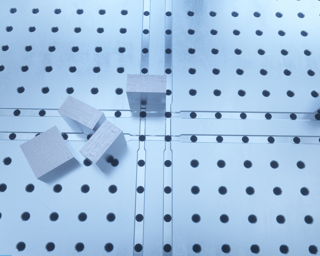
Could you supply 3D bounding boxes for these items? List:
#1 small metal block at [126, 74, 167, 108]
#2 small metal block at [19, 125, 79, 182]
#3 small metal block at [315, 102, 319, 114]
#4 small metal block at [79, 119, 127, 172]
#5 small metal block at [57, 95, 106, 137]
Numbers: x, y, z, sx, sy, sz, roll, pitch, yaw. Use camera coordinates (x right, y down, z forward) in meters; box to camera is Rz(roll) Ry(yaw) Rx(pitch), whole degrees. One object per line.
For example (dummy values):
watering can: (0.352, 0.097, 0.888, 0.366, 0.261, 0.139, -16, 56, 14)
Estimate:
small metal block: (-0.017, -0.048, 0.416, 0.050, 0.050, 0.025, 1, 70, 0)
small metal block: (-0.142, 0.033, 0.398, 0.050, 0.025, 0.050, -31, 73, -11)
small metal block: (0.243, -0.045, 0.418, 0.025, 0.050, 0.050, 33, 73, 11)
small metal block: (-0.070, 0.024, 0.389, 0.025, 0.050, 0.050, 35, 74, 11)
small metal block: (-0.097, -0.011, 0.401, 0.050, 0.050, 0.025, 26, 72, 9)
